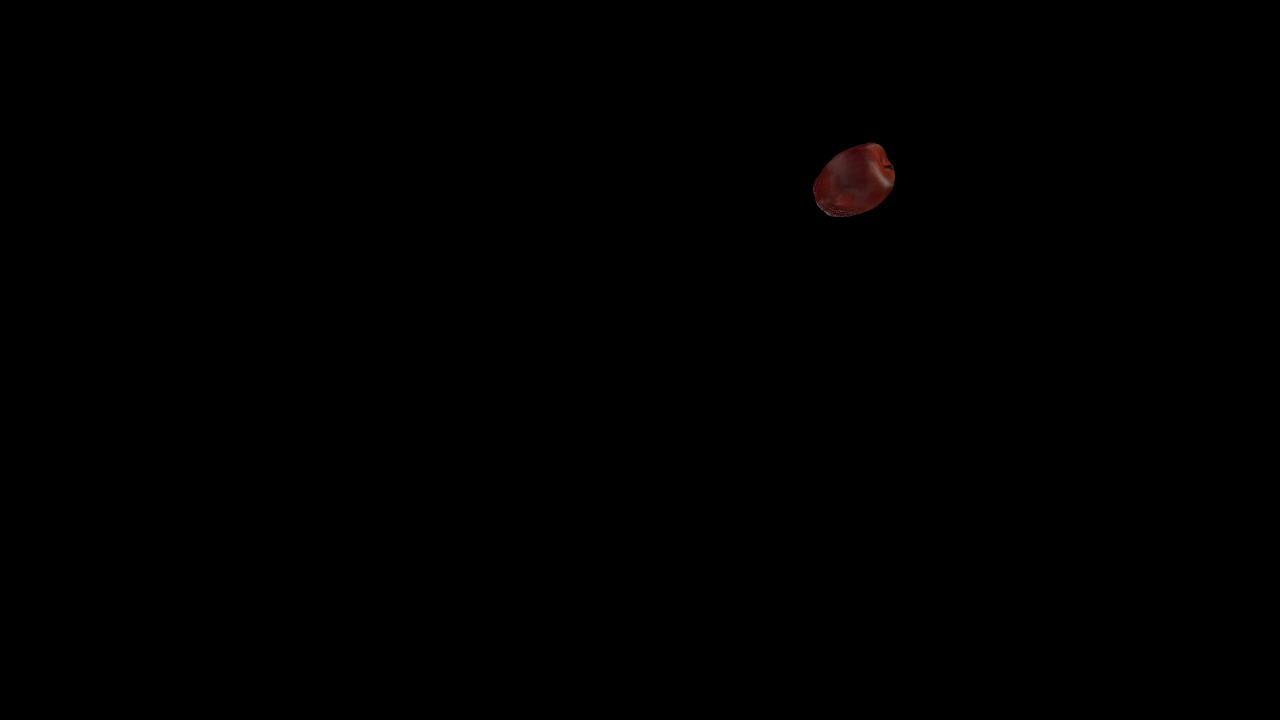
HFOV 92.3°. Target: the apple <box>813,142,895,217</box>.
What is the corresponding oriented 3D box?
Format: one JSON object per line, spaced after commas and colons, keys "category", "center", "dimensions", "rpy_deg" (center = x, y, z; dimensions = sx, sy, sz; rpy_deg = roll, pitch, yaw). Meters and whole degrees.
{"category": "apple", "center": [0.248, -0.205, 0.711], "dimensions": [0.079, 0.079, 0.093], "rpy_deg": [0, -14, -42]}
